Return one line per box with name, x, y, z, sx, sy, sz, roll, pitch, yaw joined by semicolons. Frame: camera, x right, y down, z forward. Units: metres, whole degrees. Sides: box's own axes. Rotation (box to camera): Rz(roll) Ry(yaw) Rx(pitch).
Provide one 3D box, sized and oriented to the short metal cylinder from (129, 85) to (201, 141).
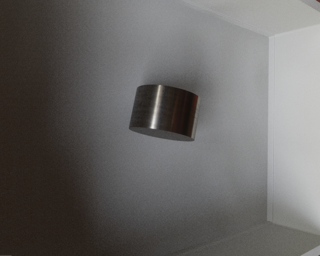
short metal cylinder;0.006;-0.016;0.378;0.081;0.080;0.050;17;79;-39
